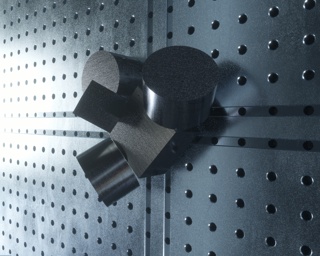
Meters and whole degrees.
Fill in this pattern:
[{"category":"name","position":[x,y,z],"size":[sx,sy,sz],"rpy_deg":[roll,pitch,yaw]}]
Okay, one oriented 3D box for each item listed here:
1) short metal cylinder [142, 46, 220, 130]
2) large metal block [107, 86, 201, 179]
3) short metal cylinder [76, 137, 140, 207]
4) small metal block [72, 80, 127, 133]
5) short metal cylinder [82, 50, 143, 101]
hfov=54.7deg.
[{"category":"short metal cylinder","position":[0.021,-0.045,0.342],"size":[0.080,0.081,0.050],"rpy_deg":[51,158,28]},{"category":"large metal block","position":[-0.010,0.005,0.394],"size":[0.080,0.050,0.080],"rpy_deg":[52,120,27]},{"category":"short metal cylinder","position":[-0.070,0.059,0.419],"size":[0.050,0.080,0.080],"rpy_deg":[-32,70,-13]},{"category":"small metal block","position":[-0.073,-0.028,0.384],"size":[0.025,0.050,0.050],"rpy_deg":[-53,16,29]},{"category":"short metal cylinder","position":[-0.067,-0.066,0.444],"size":[0.080,0.050,0.079],"rpy_deg":[0,90,40]}]
